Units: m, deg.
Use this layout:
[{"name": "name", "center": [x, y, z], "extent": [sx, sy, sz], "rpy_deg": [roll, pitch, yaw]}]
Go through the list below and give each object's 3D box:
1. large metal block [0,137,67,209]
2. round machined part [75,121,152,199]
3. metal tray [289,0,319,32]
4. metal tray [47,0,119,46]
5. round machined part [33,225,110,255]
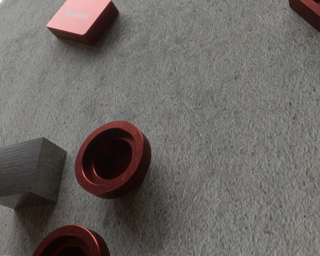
[{"name": "large metal block", "center": [-0.189, 0.066, 0.444], "extent": [0.080, 0.050, 0.080], "rpy_deg": [-13, 57, 21]}, {"name": "round machined part", "center": [-0.055, 0.043, 0.394], "extent": [0.098, 0.042, 0.098], "rpy_deg": [-13, 56, 20]}, {"name": "metal tray", "center": [0.241, -0.177, 0.382], "extent": [0.130, 0.030, 0.090], "rpy_deg": [-30, 52, 8]}, {"name": "metal tray", "center": [-0.154, -0.215, 0.611], "extent": [0.130, 0.030, 0.090], "rpy_deg": [23, 74, 36]}, {"name": "round machined part", "center": [-0.096, 0.161, 0.343], "extent": [0.098, 0.042, 0.098], "rpy_deg": [-13, 56, 20]}]
